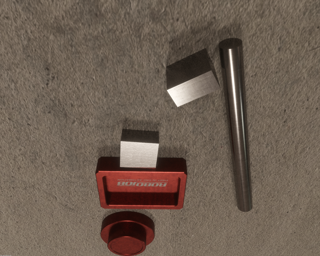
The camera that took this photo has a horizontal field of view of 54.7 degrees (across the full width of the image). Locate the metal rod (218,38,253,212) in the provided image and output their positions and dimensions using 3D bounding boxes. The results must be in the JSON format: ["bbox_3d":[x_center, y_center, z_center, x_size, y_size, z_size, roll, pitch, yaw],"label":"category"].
[{"bbox_3d":[0.109,0.020,0.425,0.025,0.025,0.299,-10,130,8],"label":"metal rod"}]

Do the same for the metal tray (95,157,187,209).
[{"bbox_3d":[-0.027,0.086,0.476,0.131,0.030,0.089,1,130,-2],"label":"metal tray"}]

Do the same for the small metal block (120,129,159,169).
[{"bbox_3d":[-0.029,0.030,0.432,0.050,0.025,0.050,4,130,-4],"label":"small metal block"}]

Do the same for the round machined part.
[{"bbox_3d":[-0.059,0.197,0.563,0.099,0.042,0.097,-1,130,0],"label":"round machined part"}]

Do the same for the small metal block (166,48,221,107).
[{"bbox_3d":[0.035,-0.057,0.343,0.050,0.050,0.025,-22,127,17],"label":"small metal block"}]
